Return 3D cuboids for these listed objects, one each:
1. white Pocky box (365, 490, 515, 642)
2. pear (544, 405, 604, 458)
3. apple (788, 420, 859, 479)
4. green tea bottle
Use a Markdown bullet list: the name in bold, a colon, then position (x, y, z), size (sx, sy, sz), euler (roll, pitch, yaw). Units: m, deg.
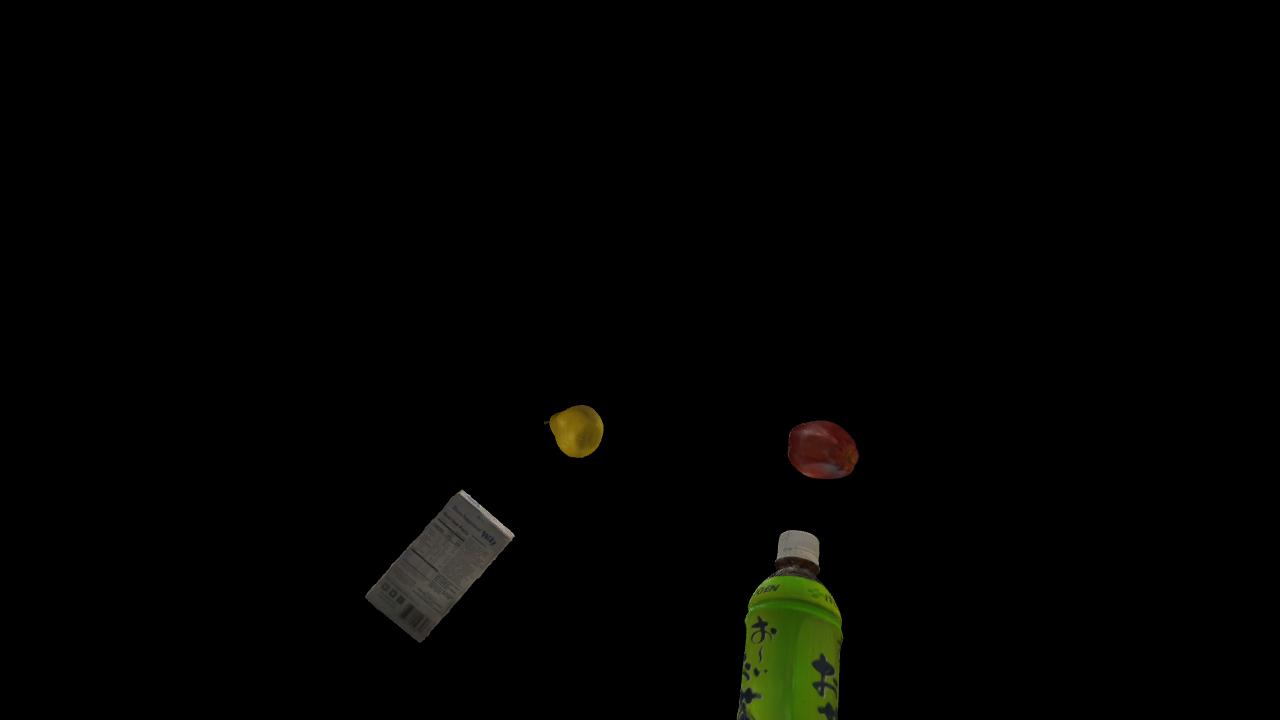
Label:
- **white Pocky box**: position (-0.225, 0.232, 0.696), size (0.084, 0.154, 0.028), euler (41, -4, -2)
- **pear**: position (-0.108, 0.101, 0.950), size (0.080, 0.080, 0.111), euler (0, 19, -44)
- **apple**: position (0.239, 0.118, 0.805), size (0.079, 0.079, 0.093), euler (0, 2, -33)
- **green tea bottle**: position (0.100, 0.217, 0.415), size (0.073, 0.212, 0.073), euler (9, -43, 8)
